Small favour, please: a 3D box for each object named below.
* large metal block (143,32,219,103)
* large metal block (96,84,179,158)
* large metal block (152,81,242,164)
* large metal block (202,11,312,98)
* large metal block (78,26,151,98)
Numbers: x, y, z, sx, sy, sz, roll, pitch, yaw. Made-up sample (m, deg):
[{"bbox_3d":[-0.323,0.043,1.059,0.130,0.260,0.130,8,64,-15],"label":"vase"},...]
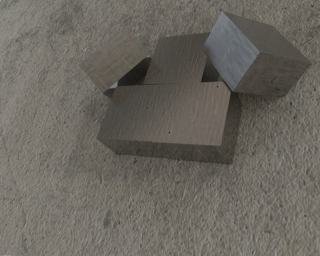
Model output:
[{"bbox_3d":[0.034,-0.078,0.419,0.080,0.050,0.080,3,63,29],"label":"large metal block"},{"bbox_3d":[-0.024,-0.009,0.405,0.080,0.050,0.080,2,62,28],"label":"large metal block"},{"bbox_3d":[0.046,-0.007,0.366,0.080,0.050,0.080,2,62,28],"label":"large metal block"},{"bbox_3d":[0.108,-0.083,0.356,0.050,0.081,0.080,-61,39,38],"label":"large metal block"},{"bbox_3d":[-0.058,-0.088,0.443,0.080,0.080,0.050,-40,86,1],"label":"large metal block"}]
